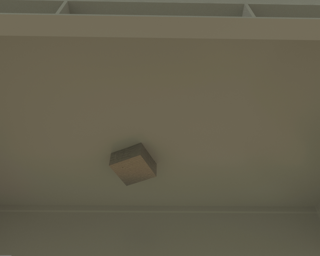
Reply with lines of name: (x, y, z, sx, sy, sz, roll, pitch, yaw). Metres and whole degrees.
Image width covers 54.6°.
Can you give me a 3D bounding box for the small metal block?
small metal block: (-0.039, 0.054, 0.454, 0.050, 0.025, 0.050, -20, 128, 16)
